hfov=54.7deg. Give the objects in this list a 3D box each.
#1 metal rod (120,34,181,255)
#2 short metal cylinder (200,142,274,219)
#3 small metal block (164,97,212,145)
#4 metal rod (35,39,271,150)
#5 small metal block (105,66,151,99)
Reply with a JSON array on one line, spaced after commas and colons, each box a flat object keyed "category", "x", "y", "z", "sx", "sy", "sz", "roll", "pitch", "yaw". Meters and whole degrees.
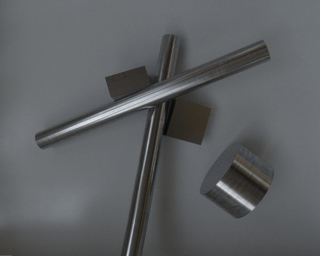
[{"category": "metal rod", "x": -0.011, "y": 0.026, "z": 0.387, "sx": 0.025, "sy": 0.025, "sz": 0.299, "roll": 10, "pitch": 80, "yaw": -1}, {"category": "short metal cylinder", "x": 0.094, "y": 0.064, "z": 0.385, "sx": 0.050, "sy": 0.080, "sz": 0.080, "roll": 36, "pitch": 90, "yaw": -1}, {"category": "small metal block", "x": 0.033, "y": -0.009, "z": 0.405, "sx": 0.050, "sy": 0.025, "sz": 0.050, "roll": 16, "pitch": 90, "yaw": -20}, {"category": "metal rod", "x": -0.020, "y": -0.034, "z": 0.376, "sx": 0.301, "sy": 0.025, "sz": 0.025, "roll": -21, "pitch": 90, "yaw": 13}, {"category": "small metal block", "x": -0.038, "y": -0.055, "z": 0.398, "sx": 0.050, "sy": 0.050, "sz": 0.025, "roll": -17, "pitch": 86, "yaw": 0}]
